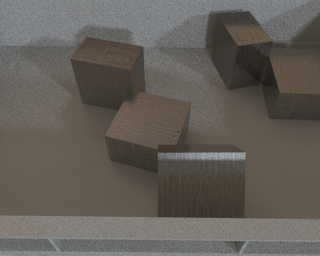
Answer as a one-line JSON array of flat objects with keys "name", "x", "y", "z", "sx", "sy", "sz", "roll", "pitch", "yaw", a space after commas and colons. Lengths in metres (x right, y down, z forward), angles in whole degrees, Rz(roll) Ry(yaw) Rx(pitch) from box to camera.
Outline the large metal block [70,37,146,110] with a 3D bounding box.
[{"name": "large metal block", "x": -0.068, "y": -0.072, "z": 0.429, "sx": 0.080, "sy": 0.080, "sz": 0.050, "roll": 12, "pitch": 51, "yaw": 10}]

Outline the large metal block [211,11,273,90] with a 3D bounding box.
[{"name": "large metal block", "x": 0.119, "y": -0.117, "z": 0.468, "sx": 0.050, "sy": 0.080, "sz": 0.080, "roll": -10, "pitch": 51, "yaw": -8}]

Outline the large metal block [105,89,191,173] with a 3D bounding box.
[{"name": "large metal block", "x": -0.012, "y": 0.005, "z": 0.385, "sx": 0.080, "sy": 0.050, "sz": 0.080, "roll": 14, "pitch": 51, "yaw": 11}]

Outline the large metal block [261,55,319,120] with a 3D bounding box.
[{"name": "large metal block", "x": 0.195, "y": -0.058, "z": 0.439, "sx": 0.080, "sy": 0.050, "sz": 0.080, "roll": 2, "pitch": 50, "yaw": 2}]

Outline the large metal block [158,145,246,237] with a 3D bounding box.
[{"name": "large metal block", "x": 0.038, "y": 0.060, "z": 0.311, "sx": 0.081, "sy": 0.079, "sz": 0.050, "roll": 0, "pitch": 5, "yaw": 0}]
